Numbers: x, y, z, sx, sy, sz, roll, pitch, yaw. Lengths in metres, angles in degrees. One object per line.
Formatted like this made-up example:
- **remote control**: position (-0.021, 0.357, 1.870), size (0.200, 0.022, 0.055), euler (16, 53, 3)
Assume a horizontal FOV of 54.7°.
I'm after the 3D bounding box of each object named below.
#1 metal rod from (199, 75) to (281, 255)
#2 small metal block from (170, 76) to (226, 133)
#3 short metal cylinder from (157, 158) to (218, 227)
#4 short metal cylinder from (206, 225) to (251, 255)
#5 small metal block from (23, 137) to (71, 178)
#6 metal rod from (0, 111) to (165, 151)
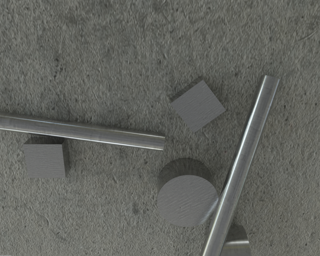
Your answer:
- **metal rod**: position (0.093, 0.079, 0.397), size (0.025, 0.025, 0.298), euler (18, 93, -7)
- **small metal block**: position (0.048, -0.030, 0.399), size (0.050, 0.025, 0.050), euler (-36, 106, 12)
- **short metal cylinder**: position (0.036, 0.088, 0.429), size (0.081, 0.050, 0.079), euler (0, 110, 0)
- **short metal cylinder**: position (0.098, 0.184, 0.449), size (0.050, 0.080, 0.079), euler (-4, 110, 1)
- **small metal block**: position (-0.153, 0.040, 0.423), size (0.050, 0.025, 0.050), euler (0, 110, 0)
- **metal rod**: position (-0.144, -0.001, 0.407), size (0.302, 0.025, 0.025), euler (8, 110, -3)
